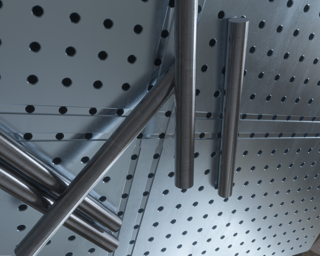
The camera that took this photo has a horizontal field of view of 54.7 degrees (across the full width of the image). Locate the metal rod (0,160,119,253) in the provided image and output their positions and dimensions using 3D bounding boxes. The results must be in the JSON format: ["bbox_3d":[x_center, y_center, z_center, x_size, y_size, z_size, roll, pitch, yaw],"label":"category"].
[{"bbox_3d":[-0.147,0.092,0.388,0.025,0.025,0.300,-40,130,-2],"label":"metal rod"}]

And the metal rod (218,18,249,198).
[{"bbox_3d":[0.106,-0.010,0.465,0.025,0.025,0.298,-17,126,-19],"label":"metal rod"}]

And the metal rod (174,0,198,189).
[{"bbox_3d":[0.029,-0.065,0.355,0.025,0.025,0.298,-11,113,-23],"label":"metal rod"}]

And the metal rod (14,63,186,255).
[{"bbox_3d":[-0.066,0.036,0.375,0.300,0.025,0.025,-50,130,-2],"label":"metal rod"}]

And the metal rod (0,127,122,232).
[{"bbox_3d":[-0.139,0.053,0.368,0.025,0.025,0.300,-40,130,-2],"label":"metal rod"}]
